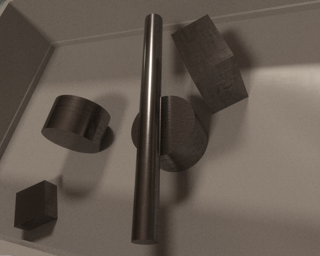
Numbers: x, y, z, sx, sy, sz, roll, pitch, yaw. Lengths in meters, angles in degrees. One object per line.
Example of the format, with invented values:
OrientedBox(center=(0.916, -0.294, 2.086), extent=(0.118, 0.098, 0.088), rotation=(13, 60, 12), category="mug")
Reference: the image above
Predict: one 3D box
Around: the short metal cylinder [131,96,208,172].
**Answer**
OrientedBox(center=(0.013, 0.008, 0.377), extent=(0.080, 0.050, 0.080), rotation=(-13, 56, 20), category="short metal cylinder")

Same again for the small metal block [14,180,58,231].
OrientedBox(center=(-0.171, 0.107, 0.427), extent=(0.050, 0.025, 0.050), rotation=(-25, 53, 12), category="small metal block")

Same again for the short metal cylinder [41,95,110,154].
OrientedBox(center=(-0.116, -0.003, 0.431), extent=(0.080, 0.080, 0.050), rotation=(1, 62, 28), category="short metal cylinder")

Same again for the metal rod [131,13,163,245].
OrientedBox(center=(-0.011, -0.024, 0.360), extent=(0.025, 0.025, 0.299), rotation=(-12, 56, 21), category="metal rod")

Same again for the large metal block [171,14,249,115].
OrientedBox(center=(0.062, -0.077, 0.384), extent=(0.050, 0.080, 0.080), rotation=(-27, 53, 11), category="large metal block")
